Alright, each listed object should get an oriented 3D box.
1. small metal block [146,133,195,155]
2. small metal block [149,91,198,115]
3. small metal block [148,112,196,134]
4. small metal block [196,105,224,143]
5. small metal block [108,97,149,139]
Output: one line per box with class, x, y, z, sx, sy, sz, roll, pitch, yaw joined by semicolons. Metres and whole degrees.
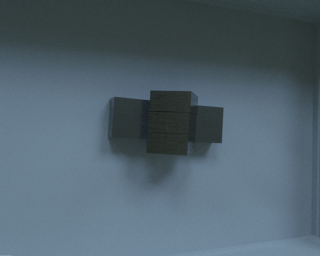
small metal block;0.015;0.019;0.392;0.050;0.050;0.025;2;89;16
small metal block;0.019;-0.031;0.392;0.050;0.050;0.025;3;89;16
small metal block;0.017;-0.006;0.392;0.050;0.050;0.025;2;89;16
small metal block;0.059;-0.005;0.432;0.050;0.025;0.050;3;89;-20
small metal block;-0.038;-0.012;0.396;0.050;0.025;0.050;4;89;-20
